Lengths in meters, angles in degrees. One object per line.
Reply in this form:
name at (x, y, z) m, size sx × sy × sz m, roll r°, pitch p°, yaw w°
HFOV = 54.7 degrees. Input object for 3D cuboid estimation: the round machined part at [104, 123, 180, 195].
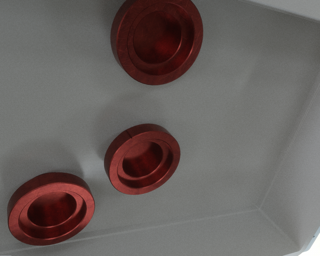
round machined part at (-0.026, 0.036, 0.407) m, size 0.099 × 0.042 × 0.097 m, roll -14°, pitch 125°, yaw -21°

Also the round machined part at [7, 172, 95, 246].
round machined part at (-0.134, 0.094, 0.383) m, size 0.099 × 0.042 × 0.097 m, roll -14°, pitch 125°, yaw -21°

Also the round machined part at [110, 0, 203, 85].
round machined part at (-0.006, -0.099, 0.334) m, size 0.099 × 0.042 × 0.097 m, roll -14°, pitch 125°, yaw -21°
